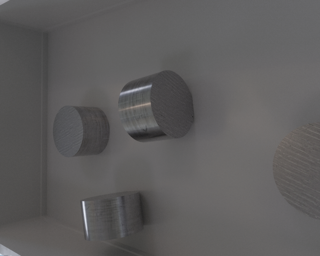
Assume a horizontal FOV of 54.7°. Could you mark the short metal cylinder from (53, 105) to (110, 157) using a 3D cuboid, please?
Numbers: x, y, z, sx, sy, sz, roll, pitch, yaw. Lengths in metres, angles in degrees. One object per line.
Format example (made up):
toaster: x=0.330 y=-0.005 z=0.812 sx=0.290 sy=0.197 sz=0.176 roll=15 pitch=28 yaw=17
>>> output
short metal cylinder: x=-0.126 y=0.005 z=0.495 sx=0.080 sy=0.050 sz=0.080 roll=0 pitch=90 yaw=40

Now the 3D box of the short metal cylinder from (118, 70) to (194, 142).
short metal cylinder: x=-0.003 y=-0.024 z=0.374 sx=0.050 sy=0.081 sz=0.080 roll=-9 pitch=84 yaw=40

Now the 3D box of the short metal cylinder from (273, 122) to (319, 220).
short metal cylinder: x=0.147 y=0.035 z=0.269 sx=0.080 sy=0.050 sz=0.080 roll=0 pitch=90 yaw=40

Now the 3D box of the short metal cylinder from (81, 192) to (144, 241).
short metal cylinder: x=-0.065 y=0.118 z=0.425 sx=0.080 sy=0.081 sz=0.050 roll=-13 pitch=82 yaw=39
